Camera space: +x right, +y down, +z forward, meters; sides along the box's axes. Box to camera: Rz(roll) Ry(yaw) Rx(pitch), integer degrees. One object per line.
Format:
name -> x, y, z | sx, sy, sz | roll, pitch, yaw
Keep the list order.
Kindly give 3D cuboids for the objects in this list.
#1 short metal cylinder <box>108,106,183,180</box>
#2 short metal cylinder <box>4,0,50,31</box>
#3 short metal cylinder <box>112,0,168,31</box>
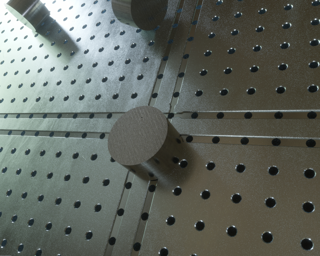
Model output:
short metal cylinder -> -0.017, 0.019, 0.388 | 0.080, 0.050, 0.080 | -13, 56, 20
short metal cylinder -> -0.292, -0.261, 0.683 | 0.080, 0.080, 0.050 | 29, 78, 37
short metal cylinder -> -0.033, -0.209, 0.517 | 0.050, 0.080, 0.080 | 31, 79, 37
